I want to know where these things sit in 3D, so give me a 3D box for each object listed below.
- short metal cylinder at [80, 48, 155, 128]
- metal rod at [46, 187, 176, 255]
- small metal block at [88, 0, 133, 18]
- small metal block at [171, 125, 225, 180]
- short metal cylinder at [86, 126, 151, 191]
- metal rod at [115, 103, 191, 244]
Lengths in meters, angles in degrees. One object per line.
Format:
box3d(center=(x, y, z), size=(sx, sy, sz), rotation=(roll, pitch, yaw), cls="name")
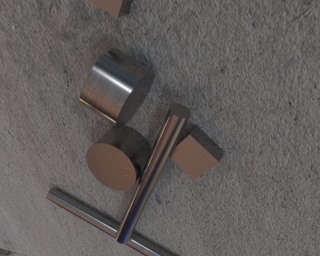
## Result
box3d(center=(-0.049, -0.046, 0.369), size=(0.050, 0.080, 0.079), rotation=(33, 129, 7), cls="short metal cylinder")
box3d(center=(-0.077, 0.189, 0.563), size=(0.301, 0.025, 0.025), rotation=(25, 127, 12), cls="metal rod")
box3d(center=(-0.054, -0.157, 0.338), size=(0.050, 0.025, 0.050), rotation=(32, 129, 7), cls="small metal block")
box3d(center=(0.046, 0.033, 0.403), size=(0.050, 0.025, 0.050), rotation=(44, 129, -2), cls="small metal block")
box3d(center=(-0.058, 0.043, 0.448), size=(0.080, 0.050, 0.079), rotation=(13, 124, 21), cls="short metal cylinder")
box3d(center=(-0.021, 0.085, 0.443), size=(0.025, 0.025, 0.298), rotation=(30, 131, 9), cls="metal rod")
